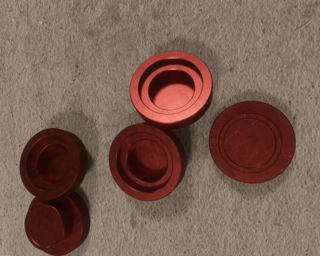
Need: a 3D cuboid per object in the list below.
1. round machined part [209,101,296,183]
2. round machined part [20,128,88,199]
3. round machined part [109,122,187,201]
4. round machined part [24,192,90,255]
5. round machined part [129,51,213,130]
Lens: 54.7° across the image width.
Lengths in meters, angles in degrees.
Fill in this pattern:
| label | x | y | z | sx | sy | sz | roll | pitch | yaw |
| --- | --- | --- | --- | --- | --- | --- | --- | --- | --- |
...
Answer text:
| label | x | y | z | sx | sy | sz | roll | pitch | yaw |
| --- | --- | --- | --- | --- | --- | --- | --- | --- | --- |
| round machined part | 0.106 | 0.016 | 0.362 | 0.098 | 0.042 | 0.097 | 0 | 90 | 19 |
| round machined part | -0.146 | 0.051 | 0.444 | 0.098 | 0.042 | 0.098 | -3 | 78 | 18 |
| round machined part | -0.013 | 0.040 | 0.400 | 0.098 | 0.042 | 0.097 | 3 | 97 | 21 |
| round machined part | -0.156 | 0.139 | 0.453 | 0.098 | 0.042 | 0.097 | 0 | 90 | 19 |
| round machined part | 0.016 | -0.043 | 0.382 | 0.098 | 0.042 | 0.098 | -4 | 67 | 9 |
